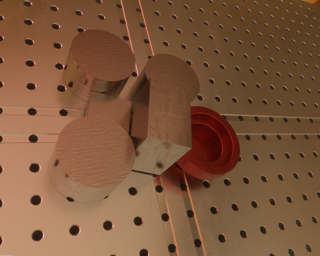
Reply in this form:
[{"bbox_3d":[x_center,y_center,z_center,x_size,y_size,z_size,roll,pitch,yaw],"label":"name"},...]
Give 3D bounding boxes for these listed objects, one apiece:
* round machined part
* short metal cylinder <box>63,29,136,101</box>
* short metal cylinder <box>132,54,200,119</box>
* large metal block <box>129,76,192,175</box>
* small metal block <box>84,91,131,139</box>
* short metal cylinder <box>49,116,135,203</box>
[{"bbox_3d":[0.053,0.023,0.411,0.099,0.042,0.098,14,56,-21],"label":"round machined part"},{"bbox_3d":[-0.078,-0.078,0.397,0.081,0.050,0.080,14,56,-21],"label":"short metal cylinder"},{"bbox_3d":[0.008,-0.055,0.429,0.081,0.050,0.080,14,56,-21],"label":"short metal cylinder"},{"bbox_3d":[-0.005,0.000,0.366,0.050,0.080,0.080,15,56,-20],"label":"large metal block"},{"bbox_3d":[-0.065,-0.012,0.380,0.050,0.025,0.050,14,56,-21],"label":"small metal block"},{"bbox_3d":[-0.073,0.034,0.332,0.081,0.050,0.080,14,56,-21],"label":"short metal cylinder"}]
